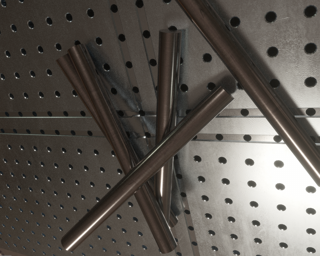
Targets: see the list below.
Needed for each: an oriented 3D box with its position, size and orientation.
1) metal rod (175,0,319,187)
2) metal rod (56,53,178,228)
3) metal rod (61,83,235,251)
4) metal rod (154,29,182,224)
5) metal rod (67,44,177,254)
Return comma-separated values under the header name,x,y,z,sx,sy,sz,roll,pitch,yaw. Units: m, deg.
name,x,y,z,sx,sy,sz,roll,pitch,yaw
metal rod,0.093,-0.056,0.327,0.025,0.025,0.300,-34,100,38
metal rod,-0.056,0.028,0.455,0.025,0.025,0.299,-20,108,35
metal rod,-0.026,0.060,0.391,0.025,0.025,0.299,44,107,-3
metal rod,0.006,0.027,0.406,0.025,0.025,0.298,13,119,20
metal rod,-0.048,0.031,0.417,0.025,0.025,0.299,-20,97,35
